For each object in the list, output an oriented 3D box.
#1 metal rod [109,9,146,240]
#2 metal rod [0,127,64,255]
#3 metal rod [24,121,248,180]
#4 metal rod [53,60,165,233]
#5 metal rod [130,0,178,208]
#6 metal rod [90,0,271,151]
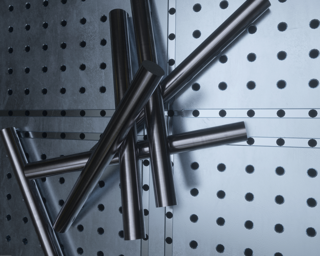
[{"bbox_3d":[-0.044,-0.017,0.394,0.025,0.025,0.299,-12,73,19],"label":"metal rod"},{"bbox_3d":[-0.185,0.138,0.478,0.025,0.025,0.299,-27,81,18],"label":"metal rod"},{"bbox_3d":[-0.040,0.032,0.408,0.301,0.025,0.025,-11,86,12],"label":"metal rod"},{"bbox_3d":[-0.078,0.044,0.387,0.025,0.025,0.298,44,124,14],"label":"metal rod"},{"bbox_3d":[-0.012,-0.054,0.391,0.025,0.025,0.299,-12,76,19],"label":"metal rod"},{"bbox_3d":[0.016,-0.057,0.407,0.299,0.025,0.025,-42,77,15],"label":"metal rod"}]
